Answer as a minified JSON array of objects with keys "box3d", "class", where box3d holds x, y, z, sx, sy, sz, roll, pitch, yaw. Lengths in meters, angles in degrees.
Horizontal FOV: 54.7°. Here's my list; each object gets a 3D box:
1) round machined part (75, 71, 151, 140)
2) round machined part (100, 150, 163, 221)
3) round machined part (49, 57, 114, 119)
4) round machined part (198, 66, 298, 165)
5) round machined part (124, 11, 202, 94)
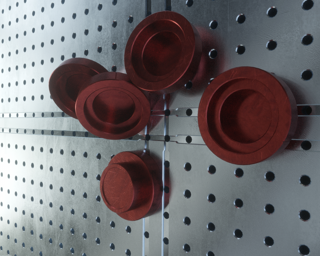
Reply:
[{"box3d":[-0.062,-0.034,0.423,0.098,0.098,0.042,-49,26,28],"class":"round machined part"},{"box3d":[-0.047,0.081,0.435,0.098,0.042,0.097,0,90,39],"class":"round machined part"},{"box3d":[-0.111,-0.061,0.465,0.099,0.042,0.097,6,128,8],"class":"round machined part"},{"box3d":[0.092,-0.012,0.321,0.098,0.042,0.097,0,90,39],"class":"round machined part"},{"box3d":[0.007,-0.089,0.383,0.098,0.042,0.097,-5,81,31],"class":"round machined part"}]
